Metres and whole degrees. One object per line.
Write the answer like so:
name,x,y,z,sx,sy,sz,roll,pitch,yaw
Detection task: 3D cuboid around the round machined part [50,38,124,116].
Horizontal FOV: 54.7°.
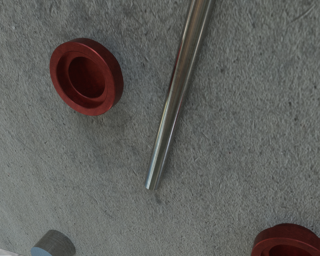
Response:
round machined part,-0.089,-0.068,0.401,0.098,0.042,0.097,13,124,21

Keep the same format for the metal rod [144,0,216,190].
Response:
metal rod,0.018,-0.032,0.377,0.025,0.025,0.298,24,127,13

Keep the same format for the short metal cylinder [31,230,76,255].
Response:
short metal cylinder,-0.235,0.273,0.683,0.080,0.050,0.079,13,124,21

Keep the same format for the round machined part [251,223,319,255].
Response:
round machined part,0.174,0.165,0.406,0.098,0.042,0.097,13,124,21
